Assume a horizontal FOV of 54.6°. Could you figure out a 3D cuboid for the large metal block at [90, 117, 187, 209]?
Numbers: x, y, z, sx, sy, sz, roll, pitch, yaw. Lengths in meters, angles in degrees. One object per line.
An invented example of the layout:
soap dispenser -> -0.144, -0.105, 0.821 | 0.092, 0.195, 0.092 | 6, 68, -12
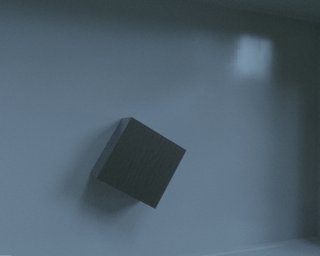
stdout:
large metal block -> -0.028, 0.042, 0.387 | 0.080, 0.050, 0.080 | 32, 80, -17
